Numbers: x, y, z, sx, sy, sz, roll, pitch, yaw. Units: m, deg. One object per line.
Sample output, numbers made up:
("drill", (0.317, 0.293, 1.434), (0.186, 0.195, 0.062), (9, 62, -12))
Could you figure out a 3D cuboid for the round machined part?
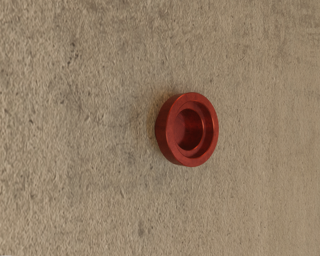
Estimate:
("round machined part", (0.032, 0.002, 0.419), (0.099, 0.042, 0.097), (0, 90, -40))
